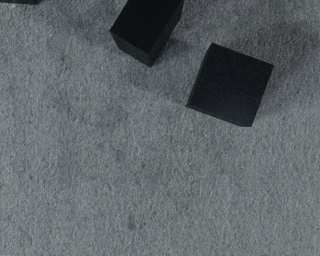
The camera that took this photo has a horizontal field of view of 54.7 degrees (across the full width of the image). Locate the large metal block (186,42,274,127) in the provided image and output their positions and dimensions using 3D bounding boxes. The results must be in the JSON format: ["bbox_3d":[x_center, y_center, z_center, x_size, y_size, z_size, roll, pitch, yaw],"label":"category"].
[{"bbox_3d":[0.087,-0.052,0.399,0.080,0.050,0.080,20,90,-1],"label":"large metal block"}]

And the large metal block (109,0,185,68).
[{"bbox_3d":[-0.014,-0.129,0.382,0.050,0.080,0.080,31,90,-1],"label":"large metal block"}]

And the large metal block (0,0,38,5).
[{"bbox_3d":[-0.204,-0.209,0.395,0.081,0.050,0.079,4,90,-1],"label":"large metal block"}]
